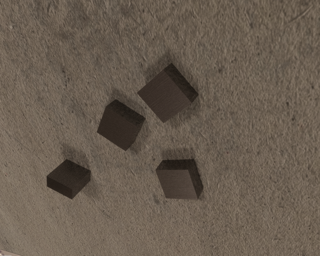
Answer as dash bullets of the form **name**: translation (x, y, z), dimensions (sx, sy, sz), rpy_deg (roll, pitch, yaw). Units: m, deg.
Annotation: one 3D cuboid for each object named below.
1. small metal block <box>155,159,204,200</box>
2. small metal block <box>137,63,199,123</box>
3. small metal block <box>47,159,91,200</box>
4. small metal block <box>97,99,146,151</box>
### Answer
- **small metal block**: translation (0.028, 0.072, 0.436), dimensions (0.050, 0.025, 0.050), rpy_deg (-5, 116, 30)
- **small metal block**: translation (0.009, -0.042, 0.375), dimensions (0.050, 0.025, 0.050), rpy_deg (49, 128, -7)
- **small metal block**: translation (-0.153, 0.085, 0.522), dimensions (0.050, 0.050, 0.025), rpy_deg (23, 127, 13)
- **small metal block**: translation (-0.055, -0.004, 0.432), dimensions (0.050, 0.025, 0.050), rpy_deg (33, 129, 6)
